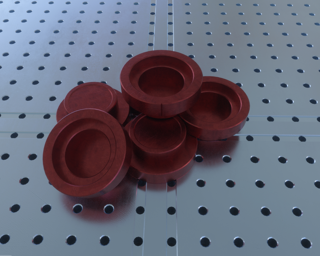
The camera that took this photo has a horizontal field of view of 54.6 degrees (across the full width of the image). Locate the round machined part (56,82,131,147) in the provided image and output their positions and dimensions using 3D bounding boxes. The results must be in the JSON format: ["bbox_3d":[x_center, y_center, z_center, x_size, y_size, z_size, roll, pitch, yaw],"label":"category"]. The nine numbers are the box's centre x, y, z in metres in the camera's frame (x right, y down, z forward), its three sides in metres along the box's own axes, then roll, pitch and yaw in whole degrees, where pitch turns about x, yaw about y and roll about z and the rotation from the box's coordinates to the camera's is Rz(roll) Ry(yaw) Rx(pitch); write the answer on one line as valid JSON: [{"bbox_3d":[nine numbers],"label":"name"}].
[{"bbox_3d":[-0.090,-0.024,0.417,0.099,0.042,0.098,0,50,0],"label":"round machined part"}]

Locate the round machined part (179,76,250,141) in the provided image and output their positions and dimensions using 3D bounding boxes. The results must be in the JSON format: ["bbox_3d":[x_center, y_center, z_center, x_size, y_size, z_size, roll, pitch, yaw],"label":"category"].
[{"bbox_3d":[0.066,-0.022,0.415,0.099,0.042,0.098,0,50,0],"label":"round machined part"}]

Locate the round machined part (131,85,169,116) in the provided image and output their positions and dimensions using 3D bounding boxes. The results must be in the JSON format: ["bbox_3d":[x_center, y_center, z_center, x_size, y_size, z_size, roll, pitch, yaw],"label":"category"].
[{"bbox_3d":[-0.003,-0.060,0.447,0.099,0.042,0.098,0,50,0],"label":"round machined part"}]

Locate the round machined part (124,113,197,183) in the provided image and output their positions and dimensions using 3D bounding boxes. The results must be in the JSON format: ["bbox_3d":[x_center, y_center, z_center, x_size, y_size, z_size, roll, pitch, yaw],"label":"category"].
[{"bbox_3d":[-0.003,0.015,0.383,0.099,0.042,0.098,0,50,0],"label":"round machined part"}]

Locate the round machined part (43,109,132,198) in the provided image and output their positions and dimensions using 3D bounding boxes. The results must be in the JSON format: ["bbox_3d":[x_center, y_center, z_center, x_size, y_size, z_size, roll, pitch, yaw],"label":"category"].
[{"bbox_3d":[-0.078,0.030,0.354,0.098,0.042,0.098,-4,72,13],"label":"round machined part"}]

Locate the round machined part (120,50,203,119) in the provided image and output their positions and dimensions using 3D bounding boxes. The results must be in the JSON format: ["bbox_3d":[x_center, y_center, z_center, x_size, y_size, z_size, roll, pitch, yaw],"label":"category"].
[{"bbox_3d":[0.002,-0.050,0.383,0.099,0.042,0.098,0,50,0],"label":"round machined part"}]
